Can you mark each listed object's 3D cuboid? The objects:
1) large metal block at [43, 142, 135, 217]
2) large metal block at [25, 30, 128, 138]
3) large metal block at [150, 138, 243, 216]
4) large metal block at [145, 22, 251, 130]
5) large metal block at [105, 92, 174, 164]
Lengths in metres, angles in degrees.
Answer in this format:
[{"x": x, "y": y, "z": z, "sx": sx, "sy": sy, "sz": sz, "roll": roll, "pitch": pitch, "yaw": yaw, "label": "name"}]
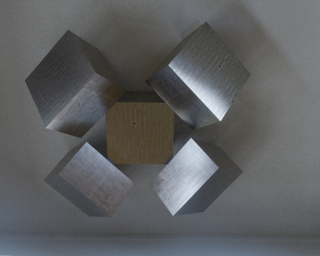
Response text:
[{"x": -0.093, "y": 0.070, "z": 0.399, "sx": 0.080, "sy": 0.050, "sz": 0.080, "roll": 44, "pitch": 148, "yaw": -15, "label": "large metal block"}, {"x": -0.097, "y": -0.049, "z": 0.353, "sx": 0.080, "sy": 0.080, "sz": 0.050, "roll": -44, "pitch": 148, "yaw": 14, "label": "large metal block"}, {"x": 0.048, "y": 0.064, "z": 0.397, "sx": 0.080, "sy": 0.050, "sz": 0.080, "roll": -50, "pitch": 148, "yaw": 15, "label": "large metal block"}, {"x": 0.045, "y": -0.057, "z": 0.353, "sx": 0.080, "sy": 0.050, "sz": 0.080, "roll": 45, "pitch": 61, "yaw": -14, "label": "large metal block"}, {"x": -0.024, "y": -0.001, "z": 0.395, "sx": 0.081, "sy": 0.050, "sz": 0.079, "roll": 1, "pitch": 110, "yaw": -1, "label": "large metal block"}]
